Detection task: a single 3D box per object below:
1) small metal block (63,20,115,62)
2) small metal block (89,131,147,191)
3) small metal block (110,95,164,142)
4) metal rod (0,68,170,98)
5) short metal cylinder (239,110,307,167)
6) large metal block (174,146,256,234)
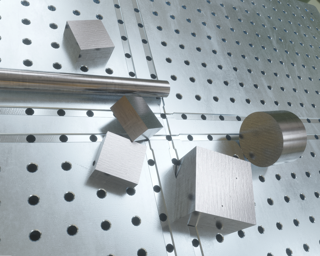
[{"bbox_3d":[-0.099,-0.122,0.431,0.050,0.025,0.050,-16,71,-35],"label":"small metal block"},{"bbox_3d":[-0.047,0.039,0.360,0.050,0.025,0.050,23,54,-15],"label":"small metal block"},{"bbox_3d":[-0.028,-0.013,0.387,0.050,0.025,0.050,55,19,11],"label":"small metal block"},{"bbox_3d":[-0.124,-0.055,0.375,0.303,0.025,0.025,0,62,-29],"label":"metal rod"},{"bbox_3d":[0.164,0.015,0.455,0.050,0.080,0.080,-5,64,-31],"label":"short metal cylinder"},{"bbox_3d":[0.067,0.078,0.382,0.081,0.050,0.080,18,55,-18],"label":"large metal block"}]
